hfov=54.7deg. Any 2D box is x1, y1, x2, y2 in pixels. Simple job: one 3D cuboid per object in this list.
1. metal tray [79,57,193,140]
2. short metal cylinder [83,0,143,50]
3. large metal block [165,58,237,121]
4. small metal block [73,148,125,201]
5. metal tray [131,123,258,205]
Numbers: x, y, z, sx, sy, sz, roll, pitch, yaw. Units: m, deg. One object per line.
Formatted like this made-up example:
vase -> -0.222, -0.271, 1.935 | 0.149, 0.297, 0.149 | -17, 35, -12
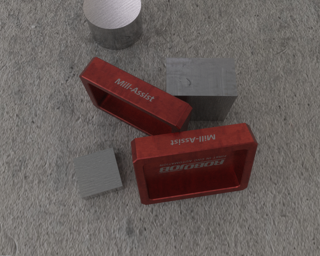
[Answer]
metal tray -> -0.028, -0.027, 0.383 | 0.130, 0.090, 0.030 | 28, 73, 9
short metal cylinder -> -0.067, -0.162, 0.454 | 0.081, 0.050, 0.080 | 0, 70, 0
large metal block -> 0.048, -0.046, 0.396 | 0.081, 0.080, 0.050 | 0, 70, 0
small metal block -> -0.076, 0.058, 0.387 | 0.050, 0.025, 0.050 | -16, 71, -6
metal tray -> 0.038, 0.044, 0.355 | 0.131, 0.089, 0.030 | -8, 46, -3
